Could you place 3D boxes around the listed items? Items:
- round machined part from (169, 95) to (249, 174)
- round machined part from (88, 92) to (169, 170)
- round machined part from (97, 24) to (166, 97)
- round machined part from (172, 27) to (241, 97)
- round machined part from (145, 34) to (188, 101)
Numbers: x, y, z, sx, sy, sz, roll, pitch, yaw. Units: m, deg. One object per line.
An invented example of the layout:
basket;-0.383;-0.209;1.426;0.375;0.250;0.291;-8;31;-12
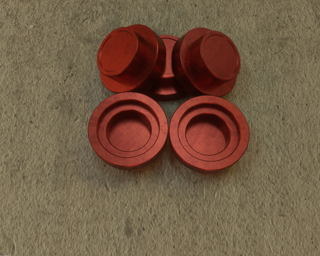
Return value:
round machined part;0.060;0.011;0.397;0.099;0.042;0.098;0;70;-1
round machined part;-0.039;0.006;0.397;0.099;0.042;0.098;0;70;-1
round machined part;-0.044;-0.093;0.408;0.098;0.042;0.098;-10;71;31
round machined part;0.068;-0.088;0.410;0.099;0.042;0.098;8;74;-30
round machined part;0.007;-0.090;0.433;0.099;0.042;0.098;0;70;-1
